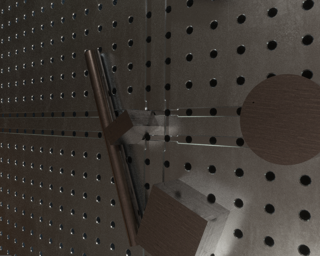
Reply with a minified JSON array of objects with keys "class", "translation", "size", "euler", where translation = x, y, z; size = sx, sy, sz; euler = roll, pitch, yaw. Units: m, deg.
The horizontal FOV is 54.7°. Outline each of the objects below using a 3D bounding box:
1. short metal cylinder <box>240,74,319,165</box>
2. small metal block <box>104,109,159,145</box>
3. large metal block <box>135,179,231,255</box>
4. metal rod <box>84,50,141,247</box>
[{"class":"short metal cylinder","translation":[0.124,-0.007,0.290],"size":[0.080,0.050,0.079],"euler":[0,90,39]},{"class":"small metal block","translation":[-0.038,0.000,0.423],"size":[0.050,0.050,0.025],"euler":[-38,67,33]},{"class":"large metal block","translation":[0.025,0.118,0.371],"size":[0.080,0.050,0.079],"euler":[27,107,36]},{"class":"metal rod","translation":[-0.069,0.021,0.463],"size":[0.025,0.025,0.299],"euler":[-25,74,37]}]
